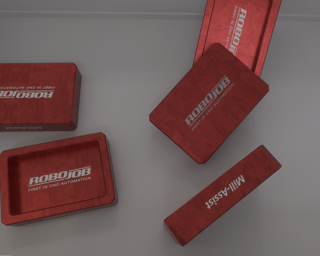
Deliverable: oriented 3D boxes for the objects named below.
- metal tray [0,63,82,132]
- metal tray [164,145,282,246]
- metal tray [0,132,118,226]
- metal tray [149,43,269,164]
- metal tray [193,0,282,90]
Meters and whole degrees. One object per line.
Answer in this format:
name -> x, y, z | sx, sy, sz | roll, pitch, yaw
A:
metal tray -> -0.178, -0.042, 0.421 | 0.131, 0.030, 0.090 | -1, 70, -1
metal tray -> 0.065, 0.078, 0.346 | 0.131, 0.090, 0.030 | -35, 74, -12
metal tray -> -0.124, 0.062, 0.383 | 0.131, 0.030, 0.090 | -11, 70, -4
metal tray -> 0.061, -0.030, 0.394 | 0.090, 0.030, 0.130 | 42, 88, 1
metal tray -> 0.099, -0.122, 0.415 | 0.090, 0.030, 0.129 | 13, 105, 4
